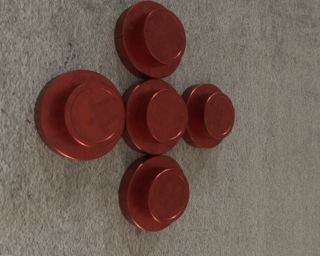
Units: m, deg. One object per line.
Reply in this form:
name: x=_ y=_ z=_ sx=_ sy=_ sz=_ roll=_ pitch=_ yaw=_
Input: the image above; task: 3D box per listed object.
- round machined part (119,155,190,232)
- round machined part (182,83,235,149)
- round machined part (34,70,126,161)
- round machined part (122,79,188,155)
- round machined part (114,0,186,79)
round machined part: x=0.000 y=0.084 z=0.397 sx=0.099 sy=0.042 sz=0.097 roll=0 pitch=90 yaw=-40
round machined part: x=0.074 y=-0.018 z=0.459 sx=0.099 sy=0.042 sz=0.097 roll=0 pitch=90 yaw=-40
round machined part: x=-0.078 y=-0.014 z=0.332 sx=0.099 sy=0.042 sz=0.097 roll=0 pitch=90 yaw=-40
round machined part: x=-0.002 y=-0.014 z=0.395 sx=0.099 sy=0.042 sz=0.097 roll=0 pitch=90 yaw=-40
round machined part: x=-0.005 y=-0.112 z=0.393 sx=0.099 sy=0.042 sz=0.097 roll=0 pitch=90 yaw=-40
